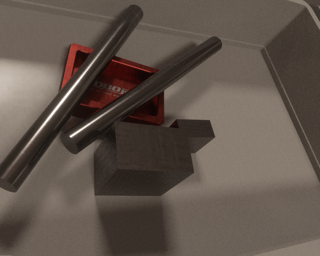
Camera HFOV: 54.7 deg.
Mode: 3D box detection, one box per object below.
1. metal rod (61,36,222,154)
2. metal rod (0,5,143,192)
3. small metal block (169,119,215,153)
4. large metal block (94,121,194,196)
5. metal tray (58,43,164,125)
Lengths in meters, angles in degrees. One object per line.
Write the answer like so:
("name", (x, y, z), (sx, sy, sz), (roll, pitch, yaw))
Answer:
("metal rod", (-0.001, -0.060, 0.403), (0.025, 0.025, 0.302), (47, 51, 4))
("metal rod", (-0.085, -0.060, 0.357), (0.025, 0.025, 0.301), (31, 52, -9))
("small metal block", (0.034, 0.012, 0.403), (0.050, 0.050, 0.025), (1, 62, -28))
("large metal block", (-0.022, 0.038, 0.337), (0.081, 0.080, 0.050), (7, 59, -25))
("metal tray", (-0.060, -0.050, 0.401), (0.131, 0.030, 0.090), (14, 56, -21))
